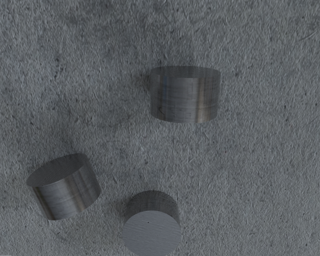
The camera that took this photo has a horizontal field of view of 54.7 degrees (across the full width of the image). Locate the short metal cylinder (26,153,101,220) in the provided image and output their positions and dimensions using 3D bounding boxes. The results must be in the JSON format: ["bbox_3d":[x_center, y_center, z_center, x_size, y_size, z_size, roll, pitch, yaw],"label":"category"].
[{"bbox_3d":[-0.125,0.075,0.407,0.080,0.080,0.050,-16,110,5],"label":"short metal cylinder"}]

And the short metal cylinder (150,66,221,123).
[{"bbox_3d":[0.029,-0.042,0.365,0.081,0.080,0.050,1,110,-1],"label":"short metal cylinder"}]

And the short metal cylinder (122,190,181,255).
[{"bbox_3d":[-0.011,0.138,0.447,0.081,0.050,0.079,0,110,0],"label":"short metal cylinder"}]
